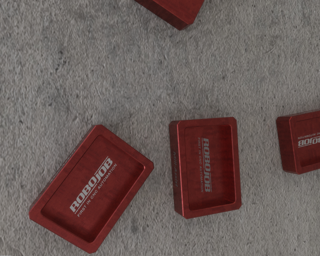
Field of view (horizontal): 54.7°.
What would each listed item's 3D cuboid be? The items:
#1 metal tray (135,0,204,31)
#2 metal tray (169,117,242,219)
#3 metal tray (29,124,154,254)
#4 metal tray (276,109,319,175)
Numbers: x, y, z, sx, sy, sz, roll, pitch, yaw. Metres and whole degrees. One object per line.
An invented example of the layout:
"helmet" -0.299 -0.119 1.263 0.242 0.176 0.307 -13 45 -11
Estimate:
"metal tray" 0.027 -0.211 0.416 0.090 0.030 0.130 29 81 -18
"metal tray" 0.063 0.052 0.429 0.091 0.030 0.129 -4 92 -20
"metal tray" -0.080 0.071 0.376 0.090 0.030 0.130 39 78 -16
"metal tray" 0.255 0.016 0.500 0.131 0.030 0.089 -11 94 -20
